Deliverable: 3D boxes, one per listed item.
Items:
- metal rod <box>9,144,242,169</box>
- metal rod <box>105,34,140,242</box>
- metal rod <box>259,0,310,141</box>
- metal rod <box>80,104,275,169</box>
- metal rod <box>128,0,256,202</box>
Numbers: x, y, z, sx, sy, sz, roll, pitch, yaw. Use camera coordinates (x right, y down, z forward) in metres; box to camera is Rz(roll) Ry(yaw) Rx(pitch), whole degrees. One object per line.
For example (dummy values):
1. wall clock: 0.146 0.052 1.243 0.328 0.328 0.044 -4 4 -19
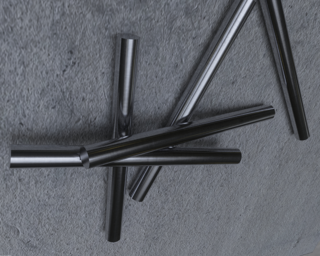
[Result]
1. metal rod: -0.019 0.035 0.384 0.302 0.025 0.025 3 117 -30
2. metal rod: -0.052 0.033 0.398 0.025 0.025 0.298 -6 121 -25
3. metal rod: 0.188 -0.083 0.457 0.025 0.025 0.300 -37 129 -3
4. metal rod: 0.046 0.003 0.401 0.303 0.025 0.025 -13 124 -33
5. metal rod: 0.034 -0.027 0.408 0.025 0.025 0.298 17 109 -35
